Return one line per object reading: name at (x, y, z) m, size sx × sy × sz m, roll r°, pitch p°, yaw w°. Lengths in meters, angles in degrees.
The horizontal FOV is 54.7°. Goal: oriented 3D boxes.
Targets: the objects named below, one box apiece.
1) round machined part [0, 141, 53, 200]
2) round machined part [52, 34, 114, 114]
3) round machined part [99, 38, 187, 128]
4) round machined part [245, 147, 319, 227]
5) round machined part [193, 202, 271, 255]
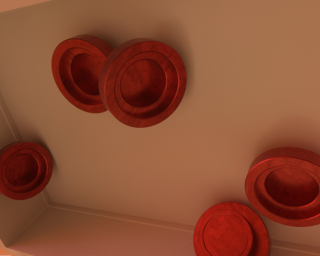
round machined part at (-0.240, 0.070, 0.531) m, size 0.042 × 0.099 × 0.097 m, roll 6°, pitch 122°, yaw 42°
round machined part at (-0.085, -0.071, 0.397) m, size 0.098 × 0.042 × 0.097 m, roll 13°, pitch 124°, yaw 20°
round machined part at (-0.022, -0.053, 0.352) m, size 0.042 × 0.099 × 0.097 m, roll 40°, pitch 143°, yaw 53°
round machined part at (0.151, 0.063, 0.356) m, size 0.098 × 0.042 × 0.097 m, roll 13°, pitch 124°, yaw 20°
round machined part at (0.089, 0.143, 0.399) m, size 0.098 × 0.098 × 0.042 m, roll -1°, pitch 153°, yaw 28°
